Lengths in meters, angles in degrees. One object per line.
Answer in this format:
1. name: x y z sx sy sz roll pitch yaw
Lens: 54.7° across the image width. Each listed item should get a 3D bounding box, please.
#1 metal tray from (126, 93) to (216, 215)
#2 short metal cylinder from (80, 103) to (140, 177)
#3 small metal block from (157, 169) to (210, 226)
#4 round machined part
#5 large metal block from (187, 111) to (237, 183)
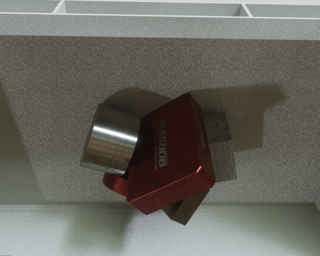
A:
1. metal tray: 0.009 0.025 0.359 0.090 0.130 0.030 -28 126 21
2. short metal cylinder: -0.062 0.015 0.382 0.050 0.080 0.079 18 128 -15
3. small metal block: 0.023 0.078 0.368 0.025 0.050 0.050 35 90 -34
4. round machined part: -0.025 0.065 0.427 0.099 0.098 0.042 16 93 -14
5. large metal block: 0.054 0.031 0.408 0.080 0.050 0.080 -11 134 9
